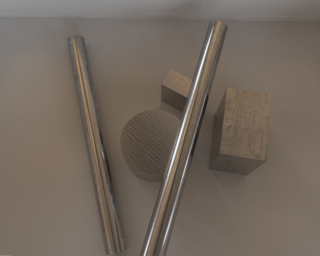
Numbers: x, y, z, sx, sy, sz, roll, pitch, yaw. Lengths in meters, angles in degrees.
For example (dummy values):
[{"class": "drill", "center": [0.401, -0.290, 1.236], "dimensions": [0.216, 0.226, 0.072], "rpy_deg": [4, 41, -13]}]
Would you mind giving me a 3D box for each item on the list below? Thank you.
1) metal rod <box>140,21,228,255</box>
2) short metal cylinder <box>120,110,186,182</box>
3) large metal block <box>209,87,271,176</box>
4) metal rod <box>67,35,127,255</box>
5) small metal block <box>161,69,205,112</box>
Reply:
[{"class": "metal rod", "center": [0.033, 0.003, 0.355], "dimensions": [0.025, 0.025, 0.299], "rpy_deg": [16, 71, 5]}, {"class": "short metal cylinder", "center": [-0.006, 0.024, 0.388], "dimensions": [0.081, 0.050, 0.080], "rpy_deg": [0, 70, 0]}, {"class": "large metal block", "center": [0.095, 0.008, 0.379], "dimensions": [0.050, 0.080, 0.080], "rpy_deg": [9, 70, 3]}, {"class": "metal rod", "center": [-0.087, 0.007, 0.405], "dimensions": [0.025, 0.025, 0.299], "rpy_deg": [-13, 71, -5]}, {"class": "small metal block", "center": [0.030, -0.045, 0.413], "dimensions": [0.050, 0.050, 0.025], "rpy_deg": [29, 73, 10]}]
